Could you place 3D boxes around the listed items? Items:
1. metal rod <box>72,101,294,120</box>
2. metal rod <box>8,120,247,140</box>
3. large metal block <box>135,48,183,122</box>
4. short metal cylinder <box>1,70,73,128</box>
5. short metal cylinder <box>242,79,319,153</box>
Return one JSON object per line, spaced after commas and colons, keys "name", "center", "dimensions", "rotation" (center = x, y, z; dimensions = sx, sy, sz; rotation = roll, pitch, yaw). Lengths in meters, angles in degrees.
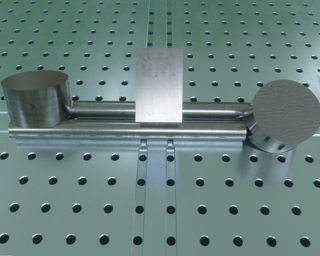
{"name": "metal rod", "center": [0.033, -0.024, 0.427], "dimensions": [0.302, 0.025, 0.025], "rotation": [1, 50, 0]}
{"name": "metal rod", "center": [-0.041, 0.002, 0.404], "dimensions": [0.302, 0.025, 0.025], "rotation": [1, 50, 0]}
{"name": "large metal block", "center": [0.000, -0.048, 0.373], "dimensions": [0.050, 0.080, 0.079], "rotation": [1, 92, 0]}
{"name": "short metal cylinder", "center": [-0.158, -0.040, 0.405], "dimensions": [0.081, 0.050, 0.080], "rotation": [0, 27, 0]}
{"name": "short metal cylinder", "center": [0.149, -0.013, 0.386], "dimensions": [0.081, 0.050, 0.080], "rotation": [0, 72, 0]}
